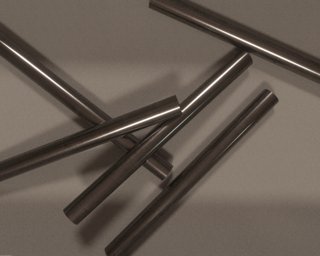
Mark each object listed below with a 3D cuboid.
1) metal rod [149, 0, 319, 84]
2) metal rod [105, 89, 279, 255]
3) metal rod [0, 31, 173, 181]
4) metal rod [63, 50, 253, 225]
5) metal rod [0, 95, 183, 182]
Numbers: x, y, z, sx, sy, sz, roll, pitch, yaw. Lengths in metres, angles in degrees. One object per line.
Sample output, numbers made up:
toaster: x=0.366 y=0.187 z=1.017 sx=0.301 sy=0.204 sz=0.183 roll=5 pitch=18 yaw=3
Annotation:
metal rod: x=0.128 y=-0.111 z=0.413 sx=0.301 sy=0.025 sz=0.025 roll=24 pitch=90 yaw=-1
metal rod: x=0.042 y=0.063 z=0.412 sx=0.300 sy=0.025 sz=0.025 roll=-45 pitch=91 yaw=-1
metal rod: x=-0.109 y=-0.032 z=0.409 sx=0.300 sy=0.025 sz=0.025 roll=38 pitch=90 yaw=-1
metal rod: x=0.004 y=0.006 z=0.391 sx=0.301 sy=0.025 sz=0.025 roll=-42 pitch=90 yaw=-9
metal rod: x=-0.117 y=0.024 z=0.391 sx=0.301 sy=0.025 sz=0.025 roll=-20 pitch=90 yaw=7
